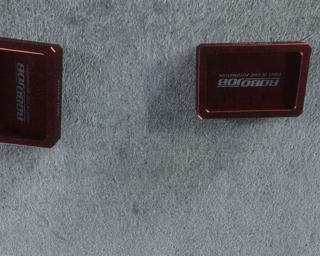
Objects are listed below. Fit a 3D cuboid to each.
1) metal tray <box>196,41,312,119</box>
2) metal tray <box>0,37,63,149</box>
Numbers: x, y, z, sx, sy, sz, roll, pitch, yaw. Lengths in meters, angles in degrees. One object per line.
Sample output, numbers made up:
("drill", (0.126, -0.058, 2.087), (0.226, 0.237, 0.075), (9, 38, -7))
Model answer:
("metal tray", (0.111, -0.059, 0.385), (0.131, 0.030, 0.089), (-1, 110, 0))
("metal tray", (-0.173, -0.043, 0.389), (0.091, 0.030, 0.129), (7, 110, -3))
